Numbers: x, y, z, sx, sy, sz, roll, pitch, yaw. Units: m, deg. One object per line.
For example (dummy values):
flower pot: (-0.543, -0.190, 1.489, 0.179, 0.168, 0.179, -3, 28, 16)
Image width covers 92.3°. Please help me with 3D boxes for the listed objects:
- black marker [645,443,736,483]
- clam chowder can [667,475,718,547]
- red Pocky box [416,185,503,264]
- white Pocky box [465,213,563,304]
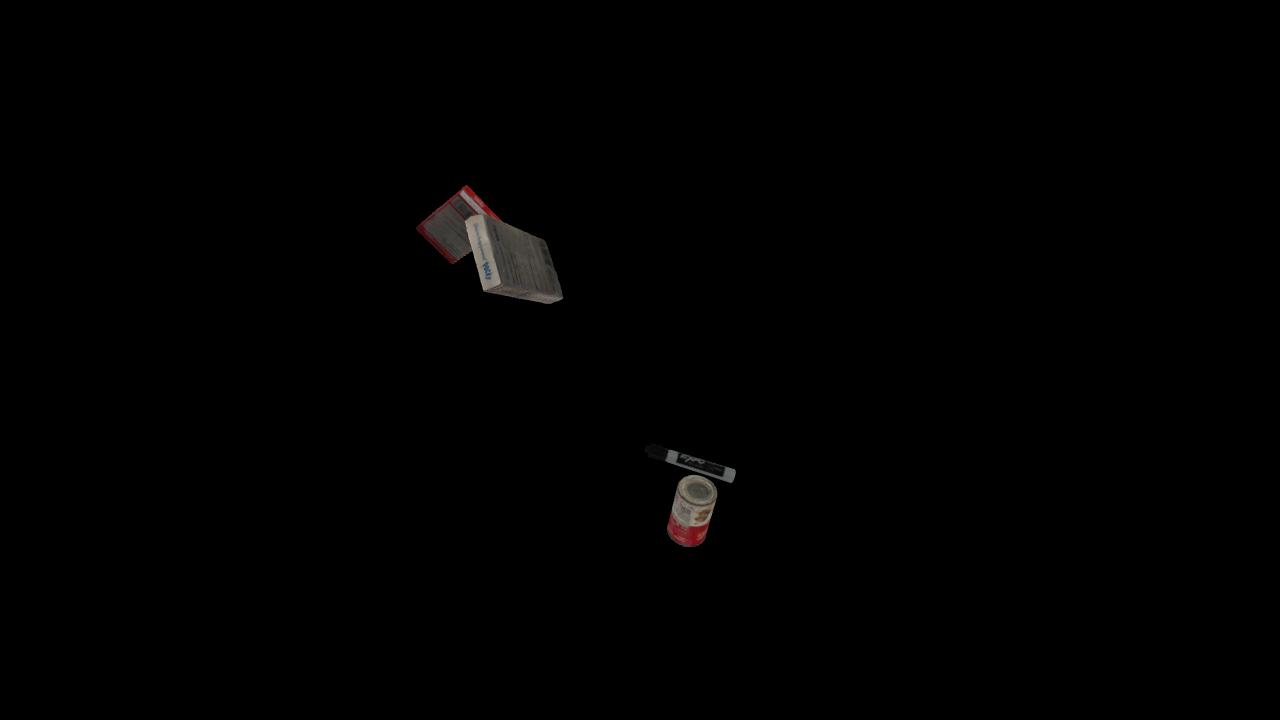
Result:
black marker: (0.065, 0.134, 0.801, 0.121, 0.020, 0.020, 18, -1, -3)
clam chowder can: (0.086, 0.248, 1.014, 0.068, 0.102, 0.068, 6, 34, -4)
red Pocky box: (-0.287, -0.211, 0.975, 0.155, 0.028, 0.083, -16, -53, 46)
white Pocky box: (-0.142, -0.113, 0.719, 0.028, 0.084, 0.154, -18, -6, 16)
